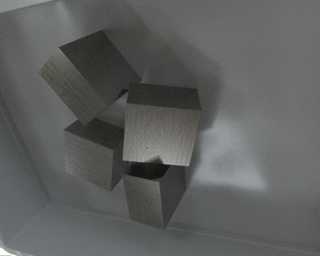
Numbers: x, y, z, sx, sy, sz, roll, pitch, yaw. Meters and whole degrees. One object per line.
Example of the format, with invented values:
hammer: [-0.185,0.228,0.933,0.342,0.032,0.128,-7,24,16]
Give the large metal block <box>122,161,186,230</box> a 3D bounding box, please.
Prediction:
large metal block: [-0.004,0.075,0.420,0.050,0.080,0.079,9,122,23]

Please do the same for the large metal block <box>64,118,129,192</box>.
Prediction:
large metal block: [-0.093,0.036,0.462,0.080,0.050,0.079,20,126,15]

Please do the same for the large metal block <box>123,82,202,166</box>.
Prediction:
large metal block: [0.000,-0.004,0.370,0.081,0.050,0.079,6,125,-4]

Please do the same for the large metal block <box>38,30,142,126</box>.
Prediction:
large metal block: [-0.081,-0.062,0.376,0.050,0.080,0.080,-33,100,38]
